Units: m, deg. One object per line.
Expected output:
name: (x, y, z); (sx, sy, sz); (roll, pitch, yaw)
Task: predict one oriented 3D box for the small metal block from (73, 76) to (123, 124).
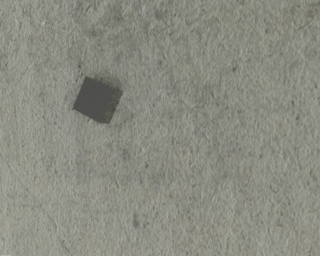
small metal block: (-0.088, -0.039, 0.441); (0.050, 0.025, 0.050); (27, 99, 18)
